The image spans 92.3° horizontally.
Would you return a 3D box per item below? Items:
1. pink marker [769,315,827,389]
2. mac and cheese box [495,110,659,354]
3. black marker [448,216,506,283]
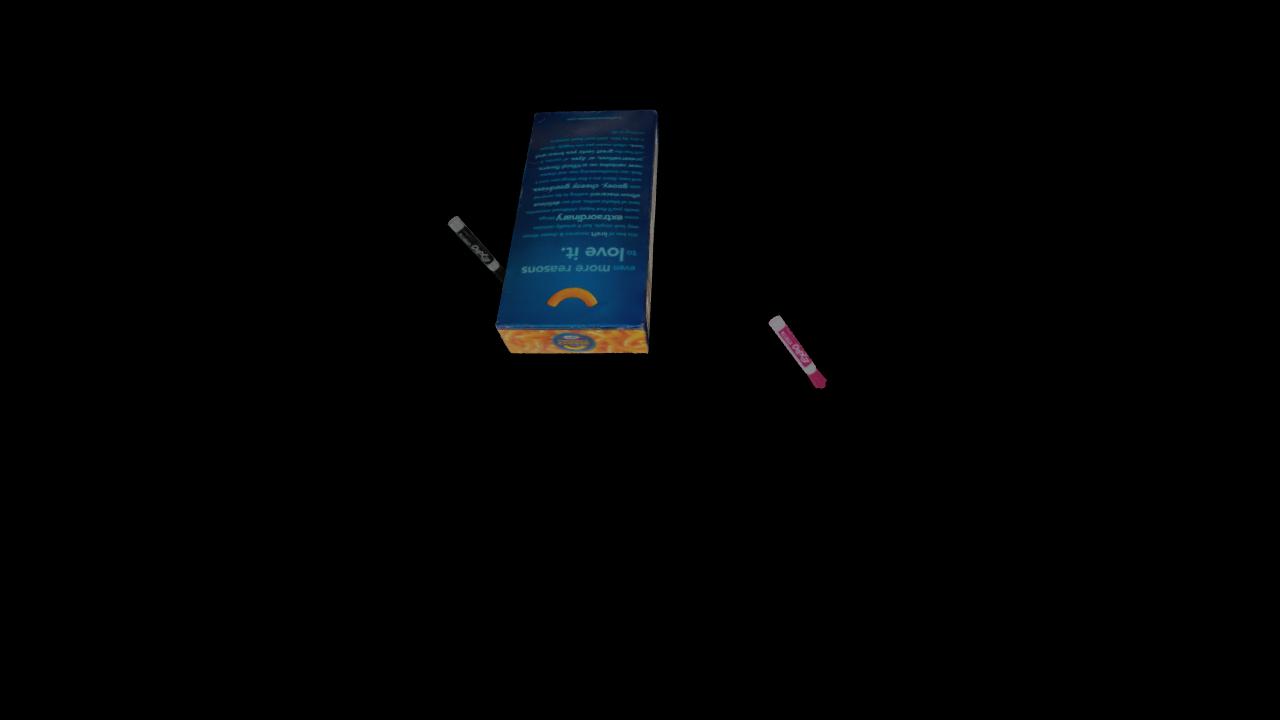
[{"bbox_3d":[0.217,-0.009,0.840,0.020,0.121,0.020,-36,13,10],"label":"pink marker"},{"bbox_3d":[-0.036,-0.092,0.418,0.093,0.184,0.041,1,-27,5],"label":"mac and cheese box"},{"bbox_3d":[-0.230,-0.157,0.892,0.020,0.020,0.121,0,-40,43],"label":"black marker"}]
